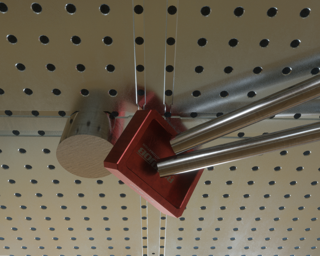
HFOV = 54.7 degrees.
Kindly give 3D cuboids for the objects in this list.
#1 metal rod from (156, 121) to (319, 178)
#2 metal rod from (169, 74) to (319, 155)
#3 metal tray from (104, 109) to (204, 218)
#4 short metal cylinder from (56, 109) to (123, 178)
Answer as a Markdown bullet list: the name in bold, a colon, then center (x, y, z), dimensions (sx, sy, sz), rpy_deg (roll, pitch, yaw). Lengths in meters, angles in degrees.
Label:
- **metal rod**: center (0.145, 0.019, 0.401), dimensions (0.302, 0.025, 0.025), rpy_deg (-13, 130, -1)
- **metal rod**: center (0.153, -0.035, 0.367), dimensions (0.301, 0.025, 0.025), rpy_deg (-23, 127, 11)
- **metal tray**: center (-0.001, 0.048, 0.409), dimensions (0.030, 0.090, 0.130), rpy_deg (1, 143, 49)
- **short metal cylinder**: center (-0.091, 0.022, 0.413), dimensions (0.081, 0.050, 0.079), rpy_deg (0, 130, 0)
